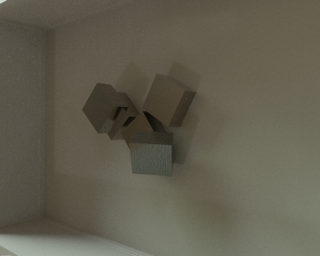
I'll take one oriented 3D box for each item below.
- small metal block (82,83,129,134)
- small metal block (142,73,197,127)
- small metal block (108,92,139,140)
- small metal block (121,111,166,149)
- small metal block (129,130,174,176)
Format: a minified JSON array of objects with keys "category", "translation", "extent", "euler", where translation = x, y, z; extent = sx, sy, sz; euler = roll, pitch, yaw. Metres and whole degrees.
[{"category":"small metal block","translation":[-0.078,-0.027,0.436],"extent":[0.050,0.025,0.050],"euler":[51,119,28]},{"category":"small metal block","translation":[0.011,-0.035,0.396],"extent":[0.050,0.025,0.050],"euler":[37,112,33]},{"category":"small metal block","translation":[-0.061,-0.018,0.455],"extent":[0.050,0.025,0.050],"euler":[-49,61,28]},{"category":"small metal block","translation":[-0.019,0.012,0.421],"extent":[0.050,0.025,0.050],"euler":[-43,64,31]},{"category":"small metal block","translation":[-0.009,0.032,0.385],"extent":[0.050,0.025,0.050],"euler":[3,126,7]}]
